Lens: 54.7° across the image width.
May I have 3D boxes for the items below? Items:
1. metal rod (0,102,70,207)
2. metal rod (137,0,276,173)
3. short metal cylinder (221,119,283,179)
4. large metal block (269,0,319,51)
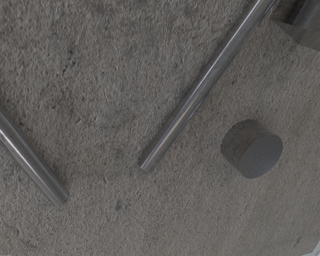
[{"bbox_3d":[-0.169,-0.021,0.301,0.025,0.025,0.299,-29,128,-10],"label":"metal rod"},{"bbox_3d":[0.063,-0.066,0.400,0.025,0.025,0.299,27,104,-37],"label":"metal rod"},{"bbox_3d":[0.145,0.033,0.490,0.081,0.050,0.079,-14,124,-21],"label":"short metal cylinder"},{"bbox_3d":[0.205,-0.137,0.399,0.080,0.080,0.050,20,108,-36],"label":"large metal block"}]
